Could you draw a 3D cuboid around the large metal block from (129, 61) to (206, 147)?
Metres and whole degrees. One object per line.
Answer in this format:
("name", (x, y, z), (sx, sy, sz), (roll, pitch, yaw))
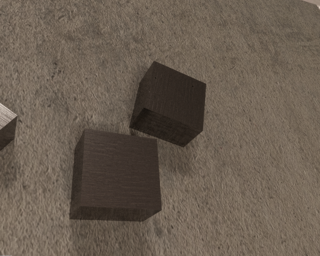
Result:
("large metal block", (0.012, -0.031, 0.415), (0.080, 0.050, 0.080), (21, 54, -16))

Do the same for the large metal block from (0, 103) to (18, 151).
("large metal block", (-0.194, 0.001, 0.283), (0.080, 0.050, 0.080), (38, 51, -4))

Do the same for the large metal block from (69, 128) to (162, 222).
("large metal block", (-0.048, 0.053, 0.331), (0.081, 0.050, 0.080), (10, 58, -24))
